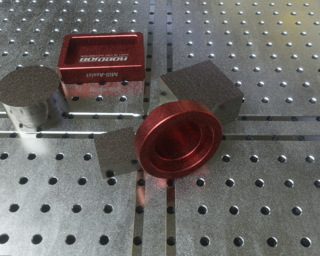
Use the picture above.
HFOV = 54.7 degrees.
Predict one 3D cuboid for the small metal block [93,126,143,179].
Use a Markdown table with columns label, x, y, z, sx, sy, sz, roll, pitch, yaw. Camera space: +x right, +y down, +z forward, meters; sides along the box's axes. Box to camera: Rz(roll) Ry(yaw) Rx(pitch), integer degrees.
| label | x | y | z | sx | sy | sz | roll | pitch | yaw |
| --- | --- | --- | --- | --- | --- | --- | --- | --- | --- |
| small metal block | -0.051 | 0.030 | 0.382 | 0.050 | 0.025 | 0.050 | -13 | 51 | -11 |

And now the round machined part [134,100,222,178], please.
| label | x | y | z | sx | sy | sz | roll | pitch | yaw |
| --- | --- | --- | --- | --- | --- | --- | --- | --- | --- |
| round machined part | 0.017 | 0.009 | 0.354 | 0.099 | 0.097 | 0.042 | -16 | 42 | -13 |

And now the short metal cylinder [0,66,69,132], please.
| label | x | y | z | sx | sy | sz | roll | pitch | yaw |
| --- | --- | --- | --- | --- | --- | --- | --- | --- | --- |
| short metal cylinder | -0.172 | -0.040 | 0.424 | 0.081 | 0.050 | 0.080 | 0 | 50 | 0 |

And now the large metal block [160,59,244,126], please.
| label | x | y | z | sx | sy | sz | roll | pitch | yaw |
| --- | --- | --- | --- | --- | --- | --- | --- | --- | --- |
| large metal block | 0.054 | -0.041 | 0.426 | 0.081 | 0.050 | 0.080 | -21 | 53 | -17 |

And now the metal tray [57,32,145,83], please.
| label | x | y | z | sx | sy | sz | roll | pitch | yaw |
| --- | --- | --- | --- | --- | --- | --- | --- | --- | --- |
| metal tray | -0.091 | -0.115 | 0.500 | 0.131 | 0.030 | 0.090 | -3 | 50 | -3 |
